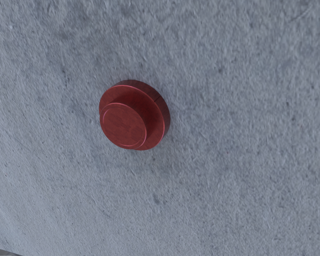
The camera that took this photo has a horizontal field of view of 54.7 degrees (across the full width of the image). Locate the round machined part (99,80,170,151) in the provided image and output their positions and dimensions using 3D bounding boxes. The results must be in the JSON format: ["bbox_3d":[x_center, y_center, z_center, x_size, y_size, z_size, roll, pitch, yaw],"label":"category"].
[{"bbox_3d":[-0.039,-0.011,0.408,0.098,0.042,0.097,13,124,20],"label":"round machined part"}]
